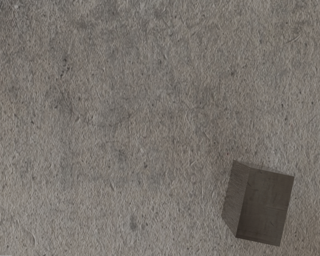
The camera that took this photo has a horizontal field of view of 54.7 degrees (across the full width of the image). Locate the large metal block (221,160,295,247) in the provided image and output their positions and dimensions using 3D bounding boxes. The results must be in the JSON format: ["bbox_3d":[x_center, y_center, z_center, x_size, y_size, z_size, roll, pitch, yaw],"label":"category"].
[{"bbox_3d":[0.117,0.087,0.383,0.050,0.080,0.080,12,90,0],"label":"large metal block"}]
